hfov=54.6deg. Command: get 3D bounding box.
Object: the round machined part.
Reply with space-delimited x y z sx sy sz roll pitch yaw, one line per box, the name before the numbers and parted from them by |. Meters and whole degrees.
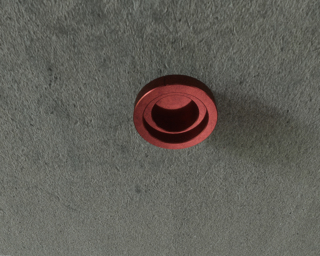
round machined part | 0.018 -0.023 0.376 0.099 0.042 0.097 0 130 0
